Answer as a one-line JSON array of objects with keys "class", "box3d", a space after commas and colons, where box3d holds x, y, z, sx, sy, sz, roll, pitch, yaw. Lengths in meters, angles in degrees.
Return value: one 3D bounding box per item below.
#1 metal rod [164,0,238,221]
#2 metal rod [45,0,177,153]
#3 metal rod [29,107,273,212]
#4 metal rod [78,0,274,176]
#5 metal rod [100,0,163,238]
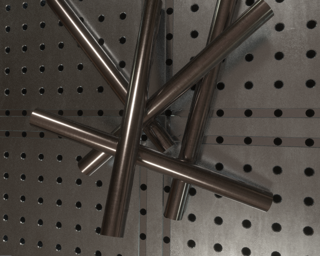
[{"class": "metal rod", "box3d": [0.052, -0.029, 0.393, 0.025, 0.025, 0.298, 15, 95, 19]}, {"class": "metal rod", "box3d": [-0.078, -0.088, 0.438, 0.025, 0.025, 0.300, -41, 78, 15]}, {"class": "metal rod", "box3d": [-0.013, 0.037, 0.376, 0.301, 0.025, 0.025, 20, 97, 3]}, {"class": "metal rod", "box3d": [0.008, -0.040, 0.381, 0.299, 0.025, 0.025, -41, 78, 15]}, {"class": "metal rod", "box3d": [-0.029, -0.028, 0.369, 0.025, 0.025, 0.299, 2, 70, 19]}]
